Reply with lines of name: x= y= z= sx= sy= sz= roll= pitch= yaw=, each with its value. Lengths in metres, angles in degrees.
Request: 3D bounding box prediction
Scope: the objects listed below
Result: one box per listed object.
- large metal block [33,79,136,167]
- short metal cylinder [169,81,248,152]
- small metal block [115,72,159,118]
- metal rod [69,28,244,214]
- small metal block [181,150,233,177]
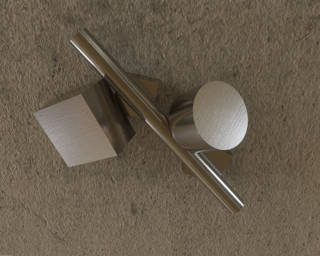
large metal block: x=-0.090 y=-0.005 z=0.377 sx=0.080 sy=0.050 sz=0.080 roll=-15 pitch=112 yaw=30
short metal cylinder: x=0.058 y=-0.011 z=0.373 sx=0.081 sy=0.050 sz=0.080 roll=5 pitch=80 yaw=-29
small metal block: x=-0.031 y=-0.042 z=0.396 sx=0.050 sy=0.025 sz=0.050 roll=11 pitch=110 yaw=-5
metal rod: x=0.007 y=0.002 z=0.385 sx=0.025 sy=0.025 sz=0.300 roll=-39 pitch=106 yaw=13
small metal block: x=0.064 y=0.044 z=0.429 sx=0.050 sy=0.025 sz=0.050 roll=23 pitch=108 yaw=-9
